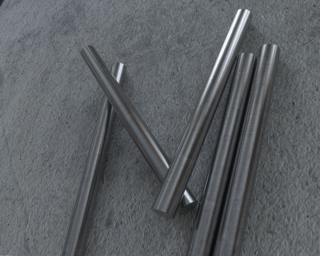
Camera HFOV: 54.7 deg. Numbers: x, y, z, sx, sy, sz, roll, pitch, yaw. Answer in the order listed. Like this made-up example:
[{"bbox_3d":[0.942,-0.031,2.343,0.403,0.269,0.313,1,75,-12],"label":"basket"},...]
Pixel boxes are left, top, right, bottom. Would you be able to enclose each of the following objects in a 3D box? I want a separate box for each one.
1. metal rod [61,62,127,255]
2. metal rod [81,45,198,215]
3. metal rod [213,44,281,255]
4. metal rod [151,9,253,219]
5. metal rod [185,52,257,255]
[{"bbox_3d":[-0.086,0.034,0.428,0.025,0.025,0.300,-6,59,25],"label":"metal rod"},{"bbox_3d":[-0.042,-0.017,0.414,0.025,0.025,0.300,-37,58,3],"label":"metal rod"},{"bbox_3d":[0.094,0.033,0.334,0.025,0.025,0.300,5,64,30],"label":"metal rod"},{"bbox_3d":[0.061,-0.036,0.374,0.025,0.025,0.300,8,60,32],"label":"metal rod"},{"bbox_3d":[0.067,0.042,0.342,0.025,0.025,0.300,5,64,30],"label":"metal rod"}]
